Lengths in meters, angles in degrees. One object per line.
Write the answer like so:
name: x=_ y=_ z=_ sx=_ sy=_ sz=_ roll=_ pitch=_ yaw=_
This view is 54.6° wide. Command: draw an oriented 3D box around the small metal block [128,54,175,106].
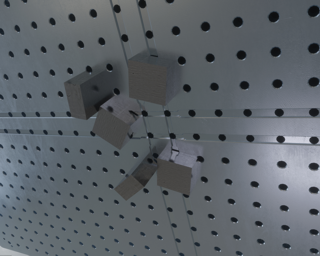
small metal block: x=-0.010 y=-0.060 z=0.380 sx=0.050 sy=0.025 sz=0.050 roll=15 pitch=125 yaw=20

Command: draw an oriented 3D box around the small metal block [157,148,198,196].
small metal block: x=0.024 y=0.062 z=0.437 sx=0.050 sy=0.025 sz=0.050 roll=14 pitch=124 yaw=20

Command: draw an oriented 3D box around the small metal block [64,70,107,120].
small metal block: x=-0.099 y=-0.046 z=0.420 sx=0.025 sy=0.050 sz=0.050 roll=10 pitch=123 yaw=23

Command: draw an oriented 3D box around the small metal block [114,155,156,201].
small metal block: x=-0.034 y=0.073 z=0.459 sx=0.025 sy=0.050 sz=0.050 roll=45 pitch=129 yaw=-3

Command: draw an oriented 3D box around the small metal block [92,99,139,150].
small metal block: x=-0.064 y=-0.005 z=0.443 sx=0.050 sy=0.025 sz=0.050 roll=33 pitch=129 yaw=7
